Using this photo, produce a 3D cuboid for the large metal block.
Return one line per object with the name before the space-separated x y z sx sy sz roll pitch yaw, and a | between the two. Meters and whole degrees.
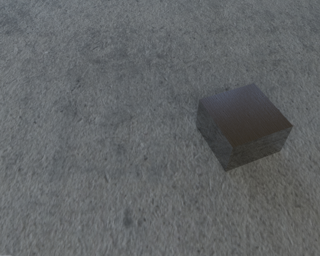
large metal block | 0.101 -0.003 0.390 0.081 0.050 0.080 -18 52 -14
